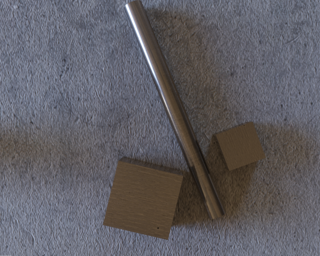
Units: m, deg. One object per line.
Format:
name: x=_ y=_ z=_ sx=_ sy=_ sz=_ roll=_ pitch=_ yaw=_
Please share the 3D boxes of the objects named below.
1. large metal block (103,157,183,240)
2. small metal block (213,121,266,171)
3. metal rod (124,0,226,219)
large metal block: x=-0.020 y=0.087 z=0.397 sx=0.080 sy=0.050 sz=0.080 roll=13 pitch=90 yaw=0
small metal block: x=0.104 y=0.023 z=0.411 sx=0.050 sy=0.025 sz=0.050 roll=-20 pitch=90 yaw=0
metal rod: x=0.020 y=-0.024 z=0.410 sx=0.025 sy=0.025 sz=0.299 roll=-22 pitch=90 yaw=0
